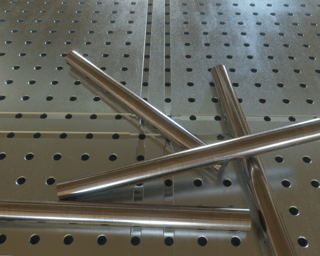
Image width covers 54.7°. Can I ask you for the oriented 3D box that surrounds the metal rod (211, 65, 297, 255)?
[{"bbox_3d":[0.107,0.025,0.387,0.025,0.025,0.300,-4,50,-4],"label":"metal rod"}]

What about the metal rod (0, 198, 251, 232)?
[{"bbox_3d":[-0.058,0.092,0.329,0.302,0.025,0.025,2,50,1],"label":"metal rod"}]

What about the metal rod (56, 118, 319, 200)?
[{"bbox_3d":[0.036,0.036,0.350,0.302,0.025,0.025,-14,51,-1],"label":"metal rod"}]

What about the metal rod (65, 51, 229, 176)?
[{"bbox_3d":[-0.033,-0.033,0.434,0.300,0.025,0.025,36,59,26],"label":"metal rod"}]
